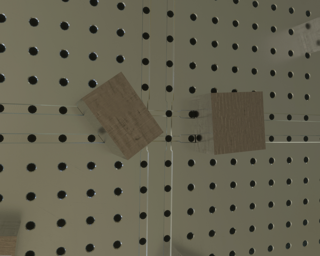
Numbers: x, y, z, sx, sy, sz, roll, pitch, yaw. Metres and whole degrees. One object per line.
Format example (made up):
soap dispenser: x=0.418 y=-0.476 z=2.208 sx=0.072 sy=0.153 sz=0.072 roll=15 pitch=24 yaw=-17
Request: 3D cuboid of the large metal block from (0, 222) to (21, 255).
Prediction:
large metal block: x=-0.198 y=0.146 z=0.327 sx=0.081 sy=0.050 sz=0.080 roll=7 pitch=88 yaw=-20

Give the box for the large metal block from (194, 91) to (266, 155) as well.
large metal block: x=0.097 y=-0.008 z=0.435 sx=0.081 sy=0.050 sz=0.080 roll=-4 pitch=92 yaw=-20

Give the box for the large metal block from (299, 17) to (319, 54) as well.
large metal block: x=0.286 y=-0.160 z=0.488 sx=0.081 sy=0.080 sz=0.050 roll=-22 pitch=98 yaw=-19

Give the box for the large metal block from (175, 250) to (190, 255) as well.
large metal block: x=0.047 y=0.225 z=0.417 sx=0.080 sy=0.050 sz=0.080 roll=30 pitch=80 yaw=-18

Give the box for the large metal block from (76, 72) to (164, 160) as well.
large metal block: x=-0.051 y=-0.013 z=0.364 sx=0.050 sy=0.080 sz=0.080 roll=-38 pitch=102 yaw=-16
